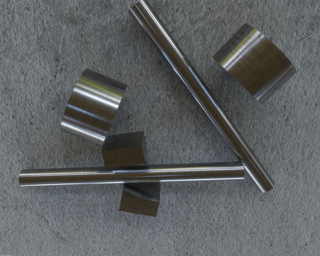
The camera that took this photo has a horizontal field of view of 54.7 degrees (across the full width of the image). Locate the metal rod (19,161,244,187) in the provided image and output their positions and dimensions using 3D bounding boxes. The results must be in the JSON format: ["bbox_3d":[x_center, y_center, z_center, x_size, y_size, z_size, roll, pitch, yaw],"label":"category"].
[{"bbox_3d":[-0.041,0.064,0.422,0.302,0.025,0.025,-3,110,4],"label":"metal rod"}]

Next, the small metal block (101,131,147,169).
[{"bbox_3d":[-0.045,0.027,0.406,0.050,0.050,0.025,-8,110,3],"label":"small metal block"}]

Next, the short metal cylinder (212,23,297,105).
[{"bbox_3d":[0.106,-0.072,0.355,0.080,0.080,0.050,40,105,-14],"label":"short metal cylinder"}]

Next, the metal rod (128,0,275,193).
[{"bbox_3d":[0.062,-0.030,0.399,0.025,0.025,0.300,-35,107,12],"label":"metal rod"}]

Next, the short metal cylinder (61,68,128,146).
[{"bbox_3d":[-0.078,-0.024,0.371,0.050,0.080,0.079,23,109,-8],"label":"short metal cylinder"}]

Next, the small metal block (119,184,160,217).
[{"bbox_3d":[-0.027,0.093,0.430,0.050,0.050,0.025,11,112,-4],"label":"small metal block"}]
